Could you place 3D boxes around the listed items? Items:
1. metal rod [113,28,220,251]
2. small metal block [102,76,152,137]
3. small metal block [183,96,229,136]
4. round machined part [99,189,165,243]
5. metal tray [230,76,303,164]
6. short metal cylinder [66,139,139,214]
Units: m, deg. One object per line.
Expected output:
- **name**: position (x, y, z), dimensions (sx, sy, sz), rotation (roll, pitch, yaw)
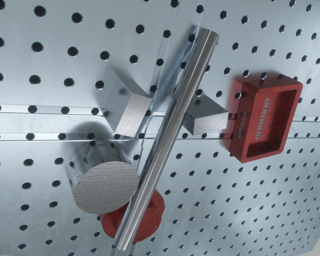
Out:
- **metal rod**: position (0.004, 0.021, 0.395), dimensions (0.025, 0.025, 0.298), rotation (16, 100, -35)
- **small metal block**: position (-0.040, -0.025, 0.358), dimensions (0.025, 0.050, 0.050), rotation (14, 111, -34)
- **small metal block**: position (0.055, -0.017, 0.414), dimensions (0.050, 0.050, 0.025), rotation (-12, 124, -22)
- **round machined part**: position (-0.037, 0.131, 0.461), dimensions (0.099, 0.042, 0.097), rotation (-14, 124, -21)
- **metal tray**: position (0.166, -0.012, 0.490), dimensions (0.091, 0.030, 0.129), rotation (-10, 123, -23)
- **short metal cylinder**: position (-0.073, 0.061, 0.393), dimensions (0.081, 0.050, 0.079), rotation (-14, 124, -21)
